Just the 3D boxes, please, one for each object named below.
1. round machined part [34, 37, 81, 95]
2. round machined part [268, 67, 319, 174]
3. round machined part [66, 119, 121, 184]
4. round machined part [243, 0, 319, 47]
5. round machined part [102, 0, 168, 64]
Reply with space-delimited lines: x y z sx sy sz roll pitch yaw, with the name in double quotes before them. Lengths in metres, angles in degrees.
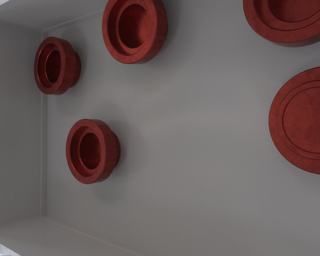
"round machined part" -0.175 -0.106 0.541 0.098 0.042 0.097 0 90 40
"round machined part" 0.145 -0.007 0.276 0.098 0.042 0.097 0 90 40
"round machined part" -0.099 0.035 0.478 0.098 0.042 0.097 0 90 40
"round machined part" 0.132 -0.124 0.287 0.098 0.042 0.097 0 90 40
"round machined part" -0.029 -0.135 0.414 0.098 0.042 0.097 8 103 37
